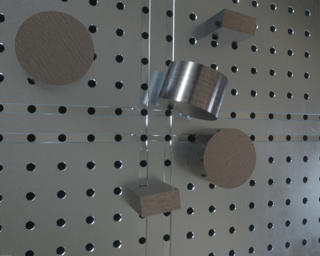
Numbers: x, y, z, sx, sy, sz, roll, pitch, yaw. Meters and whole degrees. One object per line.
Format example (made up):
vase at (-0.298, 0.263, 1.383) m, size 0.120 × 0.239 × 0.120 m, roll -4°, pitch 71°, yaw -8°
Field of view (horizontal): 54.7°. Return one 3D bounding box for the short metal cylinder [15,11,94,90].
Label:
short metal cylinder at (-0.120, -0.086, 0.355) m, size 0.081 × 0.050 × 0.079 m, roll 0°, pitch 90°, yaw -20°

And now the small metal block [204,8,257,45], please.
small metal block at (0.098, -0.141, 0.435) m, size 0.050 × 0.050 × 0.025 m, roll 8°, pitch 88°, yaw -20°

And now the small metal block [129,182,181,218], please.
small metal block at (-0.007, 0.091, 0.397) m, size 0.050 × 0.050 × 0.025 m, roll -7°, pitch 93°, yaw -20°

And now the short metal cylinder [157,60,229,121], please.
short metal cylinder at (0.042, -0.046, 0.399) m, size 0.080 × 0.080 × 0.050 m, roll 21°, pitch 83°, yaw -19°

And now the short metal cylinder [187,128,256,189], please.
short metal cylinder at (0.085, 0.040, 0.431) m, size 0.081 × 0.050 × 0.079 m, roll 0°, pitch 90°, yaw -20°
